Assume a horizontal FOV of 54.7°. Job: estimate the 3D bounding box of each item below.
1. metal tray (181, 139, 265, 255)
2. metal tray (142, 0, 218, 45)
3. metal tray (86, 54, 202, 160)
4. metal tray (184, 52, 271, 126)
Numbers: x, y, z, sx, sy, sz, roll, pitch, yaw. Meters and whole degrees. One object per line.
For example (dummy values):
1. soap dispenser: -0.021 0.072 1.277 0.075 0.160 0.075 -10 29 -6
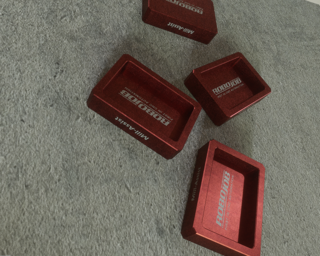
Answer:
1. metal tray: 0.084 0.088 0.391 0.090 0.030 0.130 27 52 -12
2. metal tray: 0.035 -0.206 0.545 0.131 0.030 0.090 12 57 -22
3. metal tray: -0.017 -0.030 0.409 0.130 0.030 0.090 34 51 -6
4. metal tray: 0.112 -0.067 0.501 0.131 0.030 0.090 -28 77 -37
